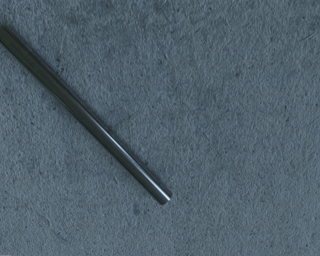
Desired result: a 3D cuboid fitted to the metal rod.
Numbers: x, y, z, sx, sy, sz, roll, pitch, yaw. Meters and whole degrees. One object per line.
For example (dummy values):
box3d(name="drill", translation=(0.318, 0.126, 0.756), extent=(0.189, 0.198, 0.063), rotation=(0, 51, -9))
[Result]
box3d(name="metal rod", translation=(-0.088, -0.006, 0.406), extent=(0.025, 0.025, 0.300), rotation=(-38, 106, 13))
